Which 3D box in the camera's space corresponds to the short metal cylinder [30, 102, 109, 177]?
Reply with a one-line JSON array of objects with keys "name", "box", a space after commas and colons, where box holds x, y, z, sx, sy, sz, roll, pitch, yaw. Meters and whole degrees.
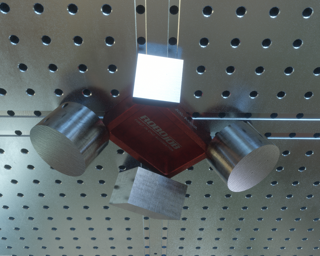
[{"name": "short metal cylinder", "box": [-0.112, 0.014, 0.386, 0.080, 0.050, 0.079, 17, 134, 19]}]

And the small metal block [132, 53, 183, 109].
[{"name": "small metal block", "box": [-0.003, -0.052, 0.347, 0.050, 0.050, 0.025, 7, 168, -6]}]

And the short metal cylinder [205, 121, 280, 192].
[{"name": "short metal cylinder", "box": [0.108, 0.038, 0.408, 0.081, 0.050, 0.079, -18, 134, -20]}]

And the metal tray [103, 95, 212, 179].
[{"name": "metal tray", "box": [-0.001, 0.010, 0.415, 0.090, 0.030, 0.130, -34, 123, 25]}]

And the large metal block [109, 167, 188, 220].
[{"name": "large metal block", "box": [-0.019, 0.099, 0.456, 0.080, 0.050, 0.080, 24, 157, -20]}]
